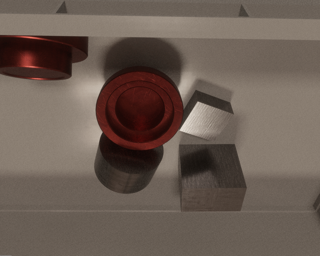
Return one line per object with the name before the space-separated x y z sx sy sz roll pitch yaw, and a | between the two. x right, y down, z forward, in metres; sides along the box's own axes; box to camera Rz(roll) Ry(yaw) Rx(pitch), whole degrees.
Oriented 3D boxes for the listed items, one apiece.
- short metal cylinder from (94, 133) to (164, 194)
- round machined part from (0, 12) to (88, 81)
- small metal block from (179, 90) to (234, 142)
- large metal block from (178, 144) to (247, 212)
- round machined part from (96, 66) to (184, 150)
short metal cylinder | -0.041 0.037 0.400 0.081 0.080 0.050 12 138 -11
round machined part | -0.120 -0.072 0.297 0.099 0.098 0.042 1 89 -1
small metal block | 0.058 -0.015 0.398 0.050 0.025 0.050 18 128 -15
large metal block | 0.068 0.068 0.432 0.081 0.080 0.050 0 130 0
round machined part | -0.023 -0.026 0.366 0.099 0.042 0.097 -1 116 -2
